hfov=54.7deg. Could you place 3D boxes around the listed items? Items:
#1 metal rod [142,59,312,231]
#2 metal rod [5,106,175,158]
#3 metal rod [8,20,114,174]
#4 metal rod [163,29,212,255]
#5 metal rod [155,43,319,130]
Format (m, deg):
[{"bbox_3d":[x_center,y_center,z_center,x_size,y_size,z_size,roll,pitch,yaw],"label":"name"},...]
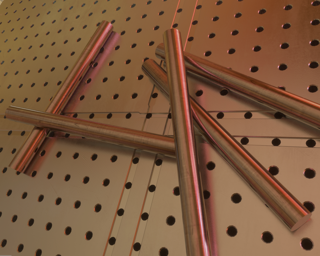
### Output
[{"bbox_3d":[0.057,-0.004,0.379,0.025,0.025,0.300,-40,51,1],"label":"metal rod"},{"bbox_3d":[-0.109,0.000,0.443,0.301,0.025,0.025,11,67,25],"label":"metal rod"},{"bbox_3d":[-0.161,-0.062,0.528,0.025,0.025,0.300,15,69,33],"label":"metal rod"},{"bbox_3d":[0.028,0.007,0.362,0.025,0.025,0.299,-15,63,20],"label":"metal rod"},{"bbox_3d":[0.102,-0.055,0.387,0.300,0.025,0.025,33,80,37],"label":"metal rod"}]
